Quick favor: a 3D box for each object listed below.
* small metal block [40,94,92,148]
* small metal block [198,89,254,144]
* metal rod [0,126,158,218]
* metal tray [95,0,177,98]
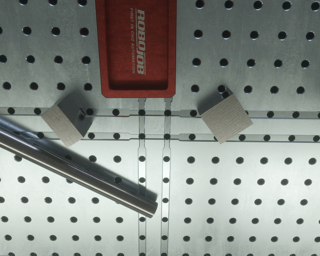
[{"bbox_3d":[-0.117,-0.010,0.395,0.025,0.050,0.050,-32,107,11],"label":"small metal block"},{"bbox_3d":[0.086,-0.015,0.409,0.050,0.025,0.050,-34,107,11],"label":"small metal block"},{"bbox_3d":[-0.140,0.052,0.430,0.301,0.025,0.025,28,107,-11],"label":"metal rod"},{"bbox_3d":[-0.026,-0.102,0.372,0.091,0.030,0.129,0,110,-1],"label":"metal tray"}]
